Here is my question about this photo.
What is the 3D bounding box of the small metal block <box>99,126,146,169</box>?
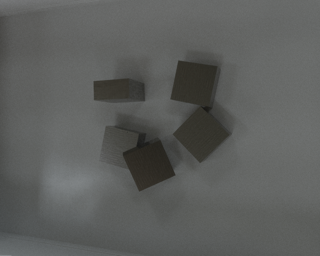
[{"bbox_3d":[-0.051,0.026,0.428,0.050,0.025,0.050,13,94,19],"label":"small metal block"}]

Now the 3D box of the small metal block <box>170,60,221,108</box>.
[{"bbox_3d":[0.046,-0.055,0.394,0.050,0.025,0.050,13,94,19],"label":"small metal block"}]

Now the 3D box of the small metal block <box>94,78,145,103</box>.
[{"bbox_3d":[-0.053,-0.049,0.415,0.050,0.050,0.025,-1,90,19],"label":"small metal block"}]

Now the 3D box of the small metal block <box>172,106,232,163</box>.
[{"bbox_3d":[0.054,0.008,0.391,0.050,0.025,0.050,-46,76,14],"label":"small metal block"}]

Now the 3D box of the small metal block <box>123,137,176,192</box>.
[{"bbox_3d":[-0.014,0.046,0.399,0.050,0.025,0.050,-24,98,-5],"label":"small metal block"}]
